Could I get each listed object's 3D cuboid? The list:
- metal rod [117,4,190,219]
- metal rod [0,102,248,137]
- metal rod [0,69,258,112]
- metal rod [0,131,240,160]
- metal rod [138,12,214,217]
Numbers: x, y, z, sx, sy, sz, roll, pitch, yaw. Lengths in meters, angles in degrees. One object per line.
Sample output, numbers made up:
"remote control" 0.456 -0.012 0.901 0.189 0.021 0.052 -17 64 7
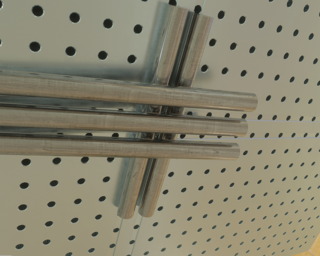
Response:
"metal rod" -0.016 -0.003 0.402 0.025 0.025 0.298 1 118 -29
"metal rod" -0.029 -0.007 0.365 0.303 0.025 0.025 3 117 -21
"metal rod" -0.022 -0.039 0.350 0.303 0.025 0.025 2 118 -21
"metal rod" -0.036 0.024 0.381 0.303 0.025 0.025 4 117 -21
"metal rod" 0.014 0.000 0.421 0.025 0.025 0.298 1 118 -29
